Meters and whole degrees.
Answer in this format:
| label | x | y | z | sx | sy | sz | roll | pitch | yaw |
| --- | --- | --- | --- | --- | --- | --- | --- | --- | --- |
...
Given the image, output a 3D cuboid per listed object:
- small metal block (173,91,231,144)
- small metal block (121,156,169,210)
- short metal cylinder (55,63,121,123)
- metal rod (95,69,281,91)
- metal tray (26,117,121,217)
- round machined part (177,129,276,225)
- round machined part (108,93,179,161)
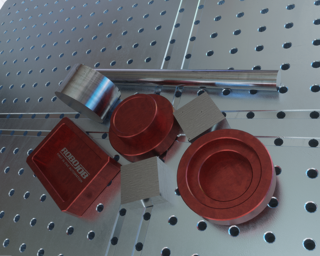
| label | x | y | z | sx | sy | sz | roll | pitch | yaw |
| --- | --- | --- | --- | --- | --- | --- | --- | --- | --- |
| small metal block | 0.051 | -0.010 | 0.388 | 0.050 | 0.025 | 0.050 | -33 | 51 | 6 |
| small metal block | -0.020 | 0.068 | 0.377 | 0.050 | 0.025 | 0.050 | -18 | 55 | 18 |
| short metal cylinder | -0.106 | -0.050 | 0.460 | 0.080 | 0.080 | 0.050 | 19 | 72 | 35 |
| metal rod | 0.013 | -0.072 | 0.445 | 0.300 | 0.025 | 0.025 | 7 | 65 | 31 |
| metal tray | -0.126 | 0.050 | 0.440 | 0.090 | 0.030 | 0.130 | -50 | 51 | -7 |
| round machined part | 0.071 | 0.053 | 0.327 | 0.098 | 0.042 | 0.098 | -13 | 56 | 21 |
| round machined part | -0.027 | -0.007 | 0.415 | 0.098 | 0.042 | 0.098 | -14 | 53 | 19 |
